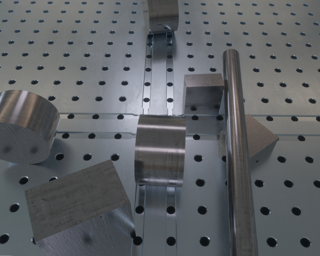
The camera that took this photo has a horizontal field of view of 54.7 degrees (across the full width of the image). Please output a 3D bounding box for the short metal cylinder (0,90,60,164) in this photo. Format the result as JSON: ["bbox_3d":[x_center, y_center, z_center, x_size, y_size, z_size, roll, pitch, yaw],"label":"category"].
[{"bbox_3d":[-0.166,0.001,0.370,0.080,0.080,0.050,1,50,1],"label":"short metal cylinder"}]

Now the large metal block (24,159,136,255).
[{"bbox_3d":[-0.072,0.085,0.300,0.081,0.080,0.050,-20,53,-16],"label":"large metal block"}]

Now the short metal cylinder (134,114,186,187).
[{"bbox_3d":[0.002,0.025,0.350,0.050,0.080,0.080,3,50,3],"label":"short metal cylinder"}]

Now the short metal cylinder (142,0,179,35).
[{"bbox_3d":[-0.001,-0.209,0.547,0.050,0.080,0.080,-9,51,-7],"label":"short metal cylinder"}]

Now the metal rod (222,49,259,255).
[{"bbox_3d":[0.091,0.006,0.370,0.025,0.025,0.300,5,51,4],"label":"metal rod"}]

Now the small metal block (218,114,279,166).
[{"bbox_3d":[0.112,0.016,0.395,0.050,0.025,0.050,-30,56,-23],"label":"small metal block"}]

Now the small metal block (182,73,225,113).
[{"bbox_3d":[0.059,-0.048,0.432,0.050,0.050,0.025,-3,50,-2],"label":"small metal block"}]
